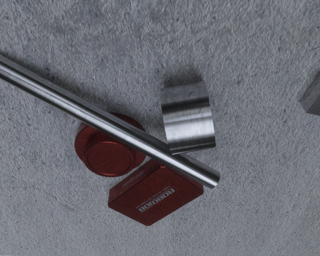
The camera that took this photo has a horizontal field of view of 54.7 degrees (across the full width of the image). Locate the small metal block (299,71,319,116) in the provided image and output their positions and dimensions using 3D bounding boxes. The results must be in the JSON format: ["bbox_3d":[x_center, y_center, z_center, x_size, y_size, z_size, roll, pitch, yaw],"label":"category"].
[{"bbox_3d":[0.209,-0.040,0.376,0.050,0.025,0.050,11,129,-10],"label":"small metal block"}]

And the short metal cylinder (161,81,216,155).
[{"bbox_3d":[0.033,-0.012,0.362,0.050,0.080,0.080,-9,130,7],"label":"short metal cylinder"}]

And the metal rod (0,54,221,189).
[{"bbox_3d":[-0.058,-0.002,0.374,0.301,0.025,0.025,29,125,-12],"label":"metal rod"}]

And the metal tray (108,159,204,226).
[{"bbox_3d":[-0.008,0.101,0.490,0.090,0.030,0.130,36,121,-27],"label":"metal tray"}]

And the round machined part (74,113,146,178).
[{"bbox_3d":[-0.067,0.030,0.420,0.099,0.042,0.097,-1,130,0],"label":"round machined part"}]
